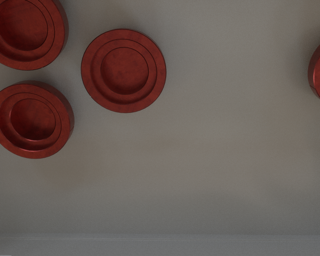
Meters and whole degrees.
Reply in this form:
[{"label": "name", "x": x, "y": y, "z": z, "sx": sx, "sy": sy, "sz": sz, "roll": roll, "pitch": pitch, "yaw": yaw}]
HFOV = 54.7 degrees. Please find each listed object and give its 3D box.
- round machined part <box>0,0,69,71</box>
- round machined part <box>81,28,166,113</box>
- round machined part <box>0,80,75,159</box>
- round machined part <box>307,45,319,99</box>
[{"label": "round machined part", "x": -0.153, "y": -0.119, "z": 0.352, "sx": 0.099, "sy": 0.042, "sz": 0.097, "roll": -1, "pitch": 119, "yaw": -2}, {"label": "round machined part", "x": -0.042, "y": -0.070, "z": 0.376, "sx": 0.099, "sy": 0.042, "sz": 0.097, "roll": 0, "pitch": 110, "yaw": 0}, {"label": "round machined part", "x": -0.158, "y": -0.013, "z": 0.396, "sx": 0.099, "sy": 0.042, "sz": 0.097, "roll": 0, "pitch": 110, "yaw": 0}, {"label": "round machined part", "x": 0.229, "y": -0.072, "z": 0.374, "sx": 0.099, "sy": 0.042, "sz": 0.097, "roll": 2, "pitch": 112, "yaw": 5}]
